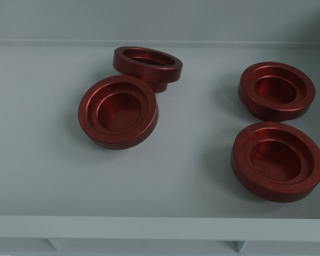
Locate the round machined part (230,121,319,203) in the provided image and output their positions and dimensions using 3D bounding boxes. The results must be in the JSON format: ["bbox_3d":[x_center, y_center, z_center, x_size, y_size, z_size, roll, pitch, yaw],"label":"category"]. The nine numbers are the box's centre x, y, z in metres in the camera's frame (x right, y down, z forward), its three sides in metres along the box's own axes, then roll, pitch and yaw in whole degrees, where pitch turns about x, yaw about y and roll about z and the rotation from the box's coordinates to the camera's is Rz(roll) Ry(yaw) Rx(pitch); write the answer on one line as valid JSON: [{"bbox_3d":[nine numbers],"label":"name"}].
[{"bbox_3d":[0.131,0.042,0.359,0.099,0.042,0.098,0,50,0],"label":"round machined part"}]

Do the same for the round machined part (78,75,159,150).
[{"bbox_3d":[-0.050,-0.016,0.397,0.099,0.042,0.098,-3,63,6],"label":"round machined part"}]

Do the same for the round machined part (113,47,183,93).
[{"bbox_3d":[-0.020,-0.083,0.447,0.099,0.042,0.098,11,27,-5],"label":"round machined part"}]

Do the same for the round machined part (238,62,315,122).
[{"bbox_3d":[0.158,-0.046,0.433,0.099,0.042,0.098,0,50,0],"label":"round machined part"}]
